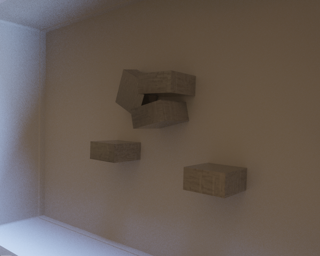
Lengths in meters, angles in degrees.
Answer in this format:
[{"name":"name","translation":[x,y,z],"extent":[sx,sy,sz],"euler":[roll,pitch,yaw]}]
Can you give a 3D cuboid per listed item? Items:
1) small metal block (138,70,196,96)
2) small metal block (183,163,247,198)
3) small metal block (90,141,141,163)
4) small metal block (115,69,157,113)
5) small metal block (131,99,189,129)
[{"name":"small metal block","translation":[0.009,-0.053,0.381],"extent":[0.050,0.050,0.025],"euler":[3,92,39]},{"name":"small metal block","translation":[0.061,0.056,0.339],"extent":[0.050,0.050,0.025],"euler":[3,92,39]},{"name":"small metal block","translation":[-0.063,0.032,0.440],"extent":[0.050,0.050,0.025],"euler":[3,92,39]},{"name":"small metal block","translation":[-0.031,-0.048,0.426],"extent":[0.050,0.025,0.050],"euler":[36,120,34]},{"name":"small metal block","translation":[0.000,-0.016,0.389],"extent":[0.050,0.050,0.025],"euler":[-14,81,39]}]
